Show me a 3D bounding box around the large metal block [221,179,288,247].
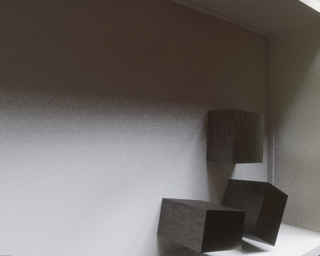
[{"bbox_3d":[0.143,0.130,0.489,0.050,0.080,0.080,33,69,-25],"label":"large metal block"}]

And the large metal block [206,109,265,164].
[{"bbox_3d":[0.121,0.014,0.495,0.081,0.050,0.080,4,87,-40],"label":"large metal block"}]

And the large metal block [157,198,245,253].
[{"bbox_3d":[0.056,0.129,0.420,0.081,0.080,0.050,15,81,-40],"label":"large metal block"}]
